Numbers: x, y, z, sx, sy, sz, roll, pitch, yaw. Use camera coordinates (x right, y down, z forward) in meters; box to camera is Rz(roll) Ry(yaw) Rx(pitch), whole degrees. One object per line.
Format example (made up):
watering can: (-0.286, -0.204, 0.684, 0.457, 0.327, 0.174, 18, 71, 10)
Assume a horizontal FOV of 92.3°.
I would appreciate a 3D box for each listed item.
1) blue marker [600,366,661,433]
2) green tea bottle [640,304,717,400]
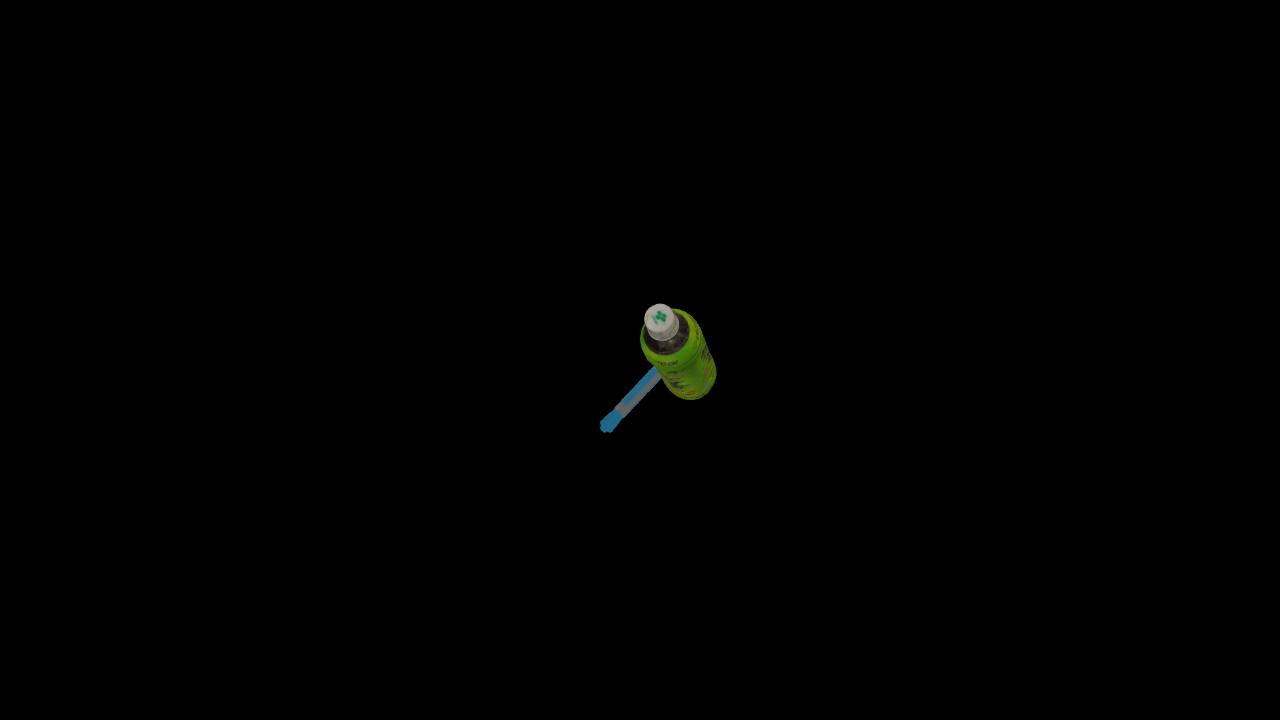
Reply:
blue marker: (-0.007, 0.046, 0.759, 0.020, 0.020, 0.121, 0, 38, 51)
green tea bottle: (0.042, -0.011, 0.702, 0.073, 0.073, 0.212, 0, -17, 16)
